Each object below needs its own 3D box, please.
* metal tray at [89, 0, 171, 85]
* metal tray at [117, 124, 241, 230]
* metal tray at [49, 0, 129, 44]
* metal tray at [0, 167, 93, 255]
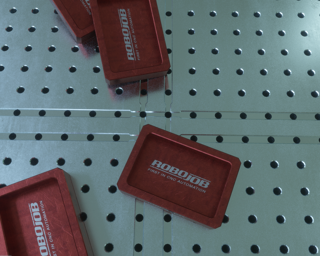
[{"bbox_3d":[-0.043,-0.133,0.435,0.091,0.030,0.129,-11,86,-9],"label":"metal tray"},{"bbox_3d":[0.024,0.059,0.387,0.131,0.030,0.090,21,71,7],"label":"metal tray"},{"bbox_3d":[-0.118,-0.204,0.456,0.090,0.030,0.130,-34,97,-12],"label":"metal tray"},{"bbox_3d":[-0.137,0.123,0.362,0.091,0.030,0.130,-20,71,-8],"label":"metal tray"}]
